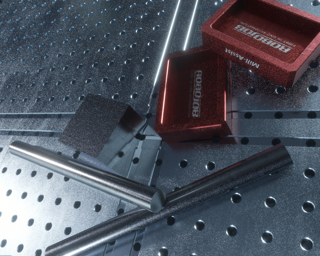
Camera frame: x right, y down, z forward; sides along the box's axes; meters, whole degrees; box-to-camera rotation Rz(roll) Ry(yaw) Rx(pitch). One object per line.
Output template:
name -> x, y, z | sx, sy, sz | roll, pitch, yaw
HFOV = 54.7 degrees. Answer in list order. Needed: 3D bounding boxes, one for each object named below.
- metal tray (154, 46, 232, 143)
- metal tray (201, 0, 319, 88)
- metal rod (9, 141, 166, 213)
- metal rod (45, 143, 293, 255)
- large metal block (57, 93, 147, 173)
metal tray -> 0.045, -0.048, 0.409 | 0.090, 0.030, 0.130 | -7, 58, 24
metal tray -> 0.128, -0.115, 0.383 | 0.130, 0.030, 0.090 | 36, 73, 26
metal rod -> -0.119, 0.055, 0.417 | 0.300, 0.025, 0.025 | 11, 67, 38
metal rod -> 0.000, 0.092, 0.350 | 0.301, 0.025, 0.025 | -26, 53, 11
large metal block -> -0.079, 0.005, 0.429 | 0.080, 0.050, 0.080 | 18, 71, 34
